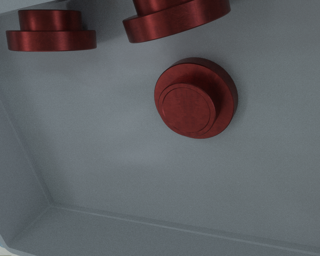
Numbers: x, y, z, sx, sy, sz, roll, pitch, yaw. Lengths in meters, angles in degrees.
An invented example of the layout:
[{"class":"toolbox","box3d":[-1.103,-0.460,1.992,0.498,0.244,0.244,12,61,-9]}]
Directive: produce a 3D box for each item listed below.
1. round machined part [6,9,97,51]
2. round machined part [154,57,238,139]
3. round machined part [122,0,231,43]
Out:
[{"class":"round machined part","box3d":[-0.125,-0.114,0.359,0.098,0.099,0.042,8,110,24]},{"class":"round machined part","box3d":[0.037,-0.029,0.360,0.098,0.042,0.097,13,124,21]},{"class":"round machined part","box3d":[0.011,-0.115,0.285,0.098,0.098,0.042,-5,116,30]}]
